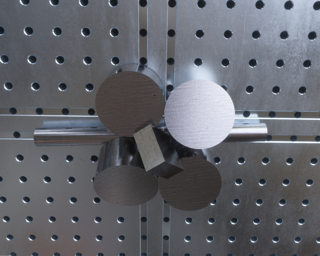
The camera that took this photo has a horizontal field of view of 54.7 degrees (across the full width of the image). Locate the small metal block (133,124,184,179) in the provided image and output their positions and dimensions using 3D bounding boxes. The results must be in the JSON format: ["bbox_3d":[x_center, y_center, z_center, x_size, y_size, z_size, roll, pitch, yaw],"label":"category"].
[{"bbox_3d":[-0.001,0.029,0.369,0.025,0.050,0.050,-32,149,17],"label":"small metal block"}]

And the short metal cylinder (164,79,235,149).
[{"bbox_3d":[0.045,-0.015,0.377,0.081,0.050,0.080,0,87,0],"label":"short metal cylinder"}]

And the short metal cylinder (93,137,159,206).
[{"bbox_3d":[-0.042,0.057,0.404,0.081,0.050,0.079,-1,130,-1],"label":"short metal cylinder"}]

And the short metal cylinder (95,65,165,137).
[{"bbox_3d":[-0.035,-0.035,0.383,0.081,0.050,0.079,0,110,0],"label":"short metal cylinder"}]

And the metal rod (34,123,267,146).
[{"bbox_3d":[-0.012,0.009,0.412,0.302,0.025,0.025,-1,110,0],"label":"metal rod"}]

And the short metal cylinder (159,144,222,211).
[{"bbox_3d":[0.039,0.064,0.420,0.081,0.050,0.079,0,110,0],"label":"short metal cylinder"}]
